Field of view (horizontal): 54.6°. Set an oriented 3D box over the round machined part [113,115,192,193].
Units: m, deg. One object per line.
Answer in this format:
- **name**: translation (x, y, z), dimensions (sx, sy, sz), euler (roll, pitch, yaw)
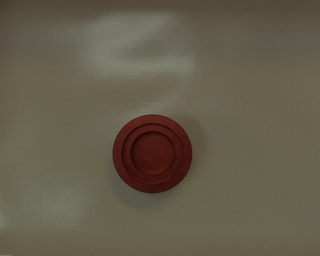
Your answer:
- **round machined part**: translation (-0.009, 0.032, 0.403), dimensions (0.099, 0.042, 0.097), euler (0, 90, 0)
